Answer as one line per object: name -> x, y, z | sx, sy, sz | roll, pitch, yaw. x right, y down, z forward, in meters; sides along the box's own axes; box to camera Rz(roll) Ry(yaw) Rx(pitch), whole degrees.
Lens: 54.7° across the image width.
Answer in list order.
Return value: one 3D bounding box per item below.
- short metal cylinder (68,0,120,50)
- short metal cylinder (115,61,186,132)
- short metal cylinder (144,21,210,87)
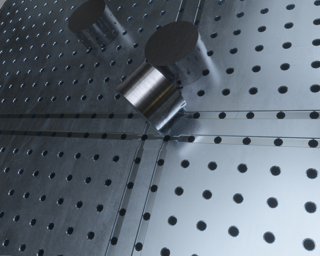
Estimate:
short metal cylinder -> -0.121, -0.191, 0.573 | 0.080, 0.050, 0.080 | -13, 56, 21
short metal cylinder -> -0.012, -0.040, 0.404 | 0.050, 0.080, 0.080 | -46, 51, -3
short metal cylinder -> 0.025, -0.105, 0.444 | 0.080, 0.050, 0.080 | -13, 56, 21
